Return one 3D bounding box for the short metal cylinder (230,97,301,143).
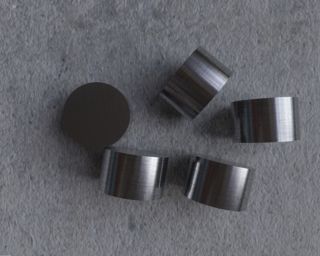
[{"bbox_3d":[0.130,-0.009,0.384,0.081,0.080,0.050,-3,90,-1],"label":"short metal cylinder"}]

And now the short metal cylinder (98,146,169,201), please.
[{"bbox_3d":[-0.032,0.054,0.382,0.081,0.080,0.050,9,90,-1],"label":"short metal cylinder"}]

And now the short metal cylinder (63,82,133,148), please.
[{"bbox_3d":[-0.076,-0.015,0.396,0.081,0.050,0.079,0,90,-1],"label":"short metal cylinder"}]

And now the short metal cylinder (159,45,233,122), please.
[{"bbox_3d":[0.044,-0.054,0.383,0.050,0.080,0.080,40,90,-1],"label":"short metal cylinder"}]

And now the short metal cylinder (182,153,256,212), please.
[{"bbox_3d":[0.072,0.065,0.384,0.080,0.080,0.050,13,90,-1],"label":"short metal cylinder"}]
